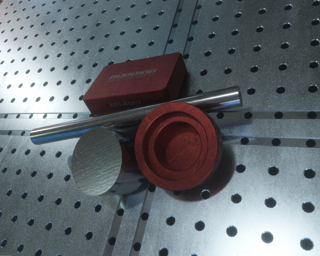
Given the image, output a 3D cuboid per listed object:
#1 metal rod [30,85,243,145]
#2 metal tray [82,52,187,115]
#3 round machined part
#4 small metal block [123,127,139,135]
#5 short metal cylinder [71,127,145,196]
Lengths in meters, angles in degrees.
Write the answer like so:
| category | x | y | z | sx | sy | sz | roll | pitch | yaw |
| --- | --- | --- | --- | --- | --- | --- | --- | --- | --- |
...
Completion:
| category | x | y | z | sx | sy | sz | roll | pitch | yaw |
| --- | --- | --- | --- | --- | --- | --- | --- | --- | --- |
| metal rod | -0.047 | -0.011 | 0.405 | 0.301 | 0.025 | 0.025 | -10 | 58 | 22 |
| metal tray | -0.035 | -0.063 | 0.442 | 0.130 | 0.030 | 0.090 | -4 | 41 | 25 |
| round machined part | 0.024 | 0.021 | 0.356 | 0.098 | 0.042 | 0.097 | -3 | 82 | 24 |
| small metal block | -0.037 | 0.012 | 0.430 | 0.050 | 0.025 | 0.050 | 20 | 72 | 35 |
| short metal cylinder | -0.062 | 0.042 | 0.382 | 0.080 | 0.050 | 0.080 | -7 | 76 | 32 |
